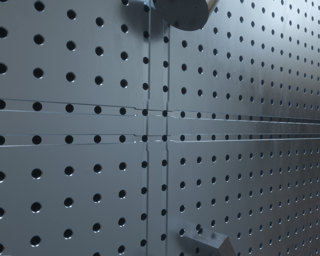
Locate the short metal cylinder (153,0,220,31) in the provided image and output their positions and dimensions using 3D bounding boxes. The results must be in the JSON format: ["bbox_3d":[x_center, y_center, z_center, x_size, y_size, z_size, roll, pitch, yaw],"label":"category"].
[{"bbox_3d":[0.037,-0.176,0.406,0.080,0.080,0.050,45,63,-31],"label":"short metal cylinder"}]

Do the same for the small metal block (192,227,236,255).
[{"bbox_3d":[0.083,0.183,0.466,0.025,0.050,0.050,-39,114,-33],"label":"small metal block"}]
